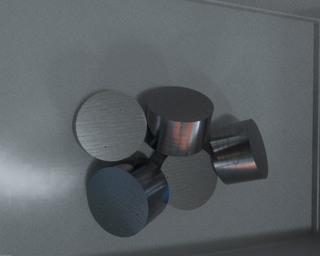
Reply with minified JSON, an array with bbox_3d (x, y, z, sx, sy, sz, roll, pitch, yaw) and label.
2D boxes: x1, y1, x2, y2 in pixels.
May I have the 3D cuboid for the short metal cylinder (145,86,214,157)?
[{"bbox_3d":[0.021,-0.010,0.381,0.081,0.080,0.050,-9,129,-20],"label":"short metal cylinder"}]

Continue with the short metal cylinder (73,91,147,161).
[{"bbox_3d":[-0.062,-0.002,0.372,0.081,0.050,0.079,0,90,-21],"label":"short metal cylinder"}]

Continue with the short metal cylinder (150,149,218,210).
[{"bbox_3d":[0.028,0.062,0.407,0.081,0.050,0.079,0,90,-21],"label":"short metal cylinder"}]

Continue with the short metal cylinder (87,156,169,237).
[{"bbox_3d":[-0.036,0.078,0.360,0.050,0.080,0.079,-18,99,-62],"label":"short metal cylinder"}]

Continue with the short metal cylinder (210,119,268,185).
[{"bbox_3d":[0.107,0.032,0.415,0.080,0.050,0.080,36,46,-49],"label":"short metal cylinder"}]
